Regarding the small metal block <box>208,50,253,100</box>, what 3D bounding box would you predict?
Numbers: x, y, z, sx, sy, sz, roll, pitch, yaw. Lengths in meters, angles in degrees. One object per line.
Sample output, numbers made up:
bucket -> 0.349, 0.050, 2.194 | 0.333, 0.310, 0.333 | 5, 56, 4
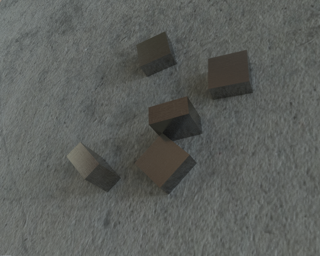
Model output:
small metal block -> 0.090, -0.068, 0.398 | 0.050, 0.025, 0.050 | -9, 58, 23

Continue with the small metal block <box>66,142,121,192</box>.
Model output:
small metal block -> -0.085, 0.051, 0.400 | 0.025, 0.050, 0.050 | -47, 52, -5

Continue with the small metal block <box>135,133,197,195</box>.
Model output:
small metal block -> 0.007, 0.042, 0.373 | 0.050, 0.025, 0.050 | -48, 52, -6

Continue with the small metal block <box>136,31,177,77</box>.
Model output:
small metal block -> -0.006, -0.113, 0.475 | 0.050, 0.025, 0.050 | -21, 54, 15

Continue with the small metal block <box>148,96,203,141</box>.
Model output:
small metal block -> 0.020, -0.009, 0.382 | 0.050, 0.050, 0.025 | -15, 56, 19
